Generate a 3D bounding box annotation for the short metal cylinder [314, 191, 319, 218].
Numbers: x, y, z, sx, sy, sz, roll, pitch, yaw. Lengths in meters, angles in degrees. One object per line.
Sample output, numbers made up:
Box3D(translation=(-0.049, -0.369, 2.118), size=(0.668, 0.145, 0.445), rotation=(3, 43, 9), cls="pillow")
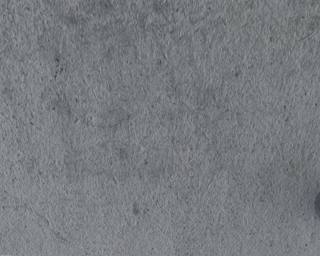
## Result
Box3D(translation=(0.273, 0.119, 0.443), size=(0.081, 0.050, 0.079), rotation=(0, 110, 0), cls="short metal cylinder")
